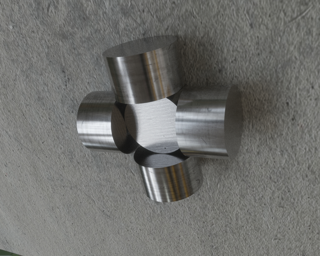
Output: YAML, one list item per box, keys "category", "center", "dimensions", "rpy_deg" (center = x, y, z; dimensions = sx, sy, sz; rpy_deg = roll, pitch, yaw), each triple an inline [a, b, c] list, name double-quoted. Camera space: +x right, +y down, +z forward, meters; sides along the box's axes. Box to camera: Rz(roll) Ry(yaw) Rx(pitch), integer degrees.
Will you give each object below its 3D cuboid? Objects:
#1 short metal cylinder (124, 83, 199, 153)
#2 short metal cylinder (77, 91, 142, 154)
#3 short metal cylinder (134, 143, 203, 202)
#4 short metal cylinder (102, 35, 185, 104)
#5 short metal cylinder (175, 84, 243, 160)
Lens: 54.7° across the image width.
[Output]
- category: "short metal cylinder"
  center: [0.004, -0.016, 0.379]
  dimensions: [0.080, 0.050, 0.079]
  rpy_deg: [13, 124, 20]
- category: "short metal cylinder"
  center: [-0.060, -0.008, 0.398]
  dimensions: [0.050, 0.080, 0.079]
  rpy_deg: [2, 119, 27]
- category: "short metal cylinder"
  center: [0.012, 0.049, 0.395]
  dimensions: [0.080, 0.080, 0.050]
  rpy_deg: [1, 118, 27]
- category: "short metal cylinder"
  center: [-0.017, -0.066, 0.339]
  dimensions: [0.080, 0.080, 0.050]
  rpy_deg: [2, 120, 27]
- category: "short metal cylinder"
  center: [0.056, -0.007, 0.338]
  dimensions: [0.050, 0.080, 0.079]
  rpy_deg: [2, 119, 27]
